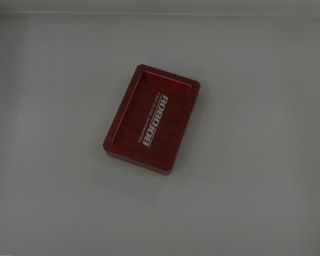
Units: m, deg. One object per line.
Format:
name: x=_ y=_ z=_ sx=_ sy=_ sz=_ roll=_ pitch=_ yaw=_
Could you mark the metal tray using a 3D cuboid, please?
metal tray: x=-0.008 y=-0.013 z=0.411 sx=0.090 sy=0.030 sz=0.130 roll=18 pitch=71 yaw=6
